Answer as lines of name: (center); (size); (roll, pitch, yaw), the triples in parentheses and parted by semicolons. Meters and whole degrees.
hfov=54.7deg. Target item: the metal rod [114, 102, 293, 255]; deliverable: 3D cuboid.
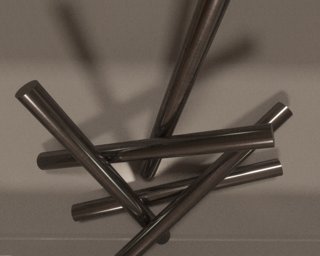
metal rod: (0.056, 0.078, 0.412); (0.300, 0.025, 0.025); (-44, 105, 3)

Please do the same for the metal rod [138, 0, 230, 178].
metal rod: (0.019, -0.038, 0.330); (0.025, 0.025, 0.298); (15, 135, -6)

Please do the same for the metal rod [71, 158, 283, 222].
metal rod: (0.021, 0.090, 0.444); (0.302, 0.025, 0.025); (-14, 110, 4)

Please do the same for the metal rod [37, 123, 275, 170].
metal rod: (-0.024, 0.026, 0.368); (0.301, 0.025, 0.025); (-8, 112, 23)

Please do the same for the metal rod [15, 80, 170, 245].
metal rod: (-0.061, 0.064, 0.380); (0.025, 0.025, 0.299); (-26, 127, 9)
